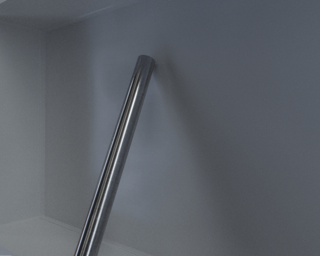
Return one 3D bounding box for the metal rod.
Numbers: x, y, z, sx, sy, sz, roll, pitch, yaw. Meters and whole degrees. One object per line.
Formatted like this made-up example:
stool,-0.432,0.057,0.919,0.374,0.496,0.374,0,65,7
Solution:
metal rod,-0.055,0.044,0.373,0.025,0.025,0.299,-1,65,39
